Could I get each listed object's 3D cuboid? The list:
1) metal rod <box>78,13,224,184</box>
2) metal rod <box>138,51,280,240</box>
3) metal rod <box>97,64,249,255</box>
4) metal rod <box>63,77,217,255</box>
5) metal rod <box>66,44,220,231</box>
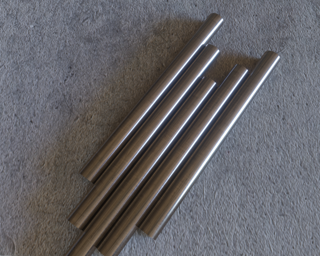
[{"bbox_3d":[-0.003,-0.051,0.428,0.025,0.025,0.300,35,73,11],"label":"metal rod"},{"bbox_3d":[0.073,0.011,0.406,0.025,0.025,0.300,35,73,11],"label":"metal rod"},{"bbox_3d":[0.026,0.032,0.398,0.025,0.025,0.300,35,73,11],"label":"metal rod"},{"bbox_3d":[-0.019,0.050,0.391,0.025,0.025,0.300,35,73,11],"label":"metal rod"},{"bbox_3d":[-0.012,0.001,0.409,0.025,0.025,0.300,35,73,11],"label":"metal rod"}]
